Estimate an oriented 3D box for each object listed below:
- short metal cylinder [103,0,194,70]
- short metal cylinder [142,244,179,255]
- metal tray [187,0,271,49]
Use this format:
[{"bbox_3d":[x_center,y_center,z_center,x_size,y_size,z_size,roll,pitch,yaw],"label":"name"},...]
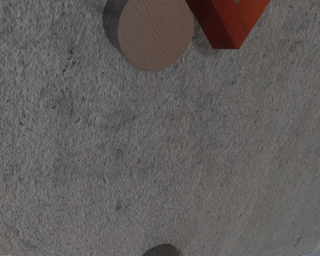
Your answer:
[{"bbox_3d":[-0.013,-0.106,0.318,0.081,0.050,0.079,-14,124,-21],"label":"short metal cylinder"},{"bbox_3d":[0.004,0.255,0.551,0.081,0.050,0.079,-14,124,-21],"label":"short metal cylinder"},{"bbox_3d":[0.081,-0.157,0.319,0.130,0.030,0.090,-56,132,-18],"label":"metal tray"}]
